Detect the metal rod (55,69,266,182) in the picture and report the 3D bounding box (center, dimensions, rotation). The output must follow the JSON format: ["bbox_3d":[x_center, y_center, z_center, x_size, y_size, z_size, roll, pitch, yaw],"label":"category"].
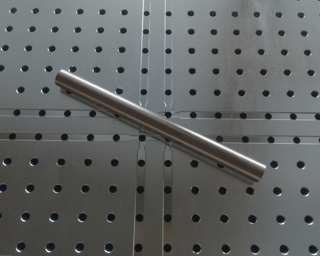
[{"bbox_3d":[-0.006,-0.007,0.414,0.301,0.025,0.025,26,72,8],"label":"metal rod"}]
